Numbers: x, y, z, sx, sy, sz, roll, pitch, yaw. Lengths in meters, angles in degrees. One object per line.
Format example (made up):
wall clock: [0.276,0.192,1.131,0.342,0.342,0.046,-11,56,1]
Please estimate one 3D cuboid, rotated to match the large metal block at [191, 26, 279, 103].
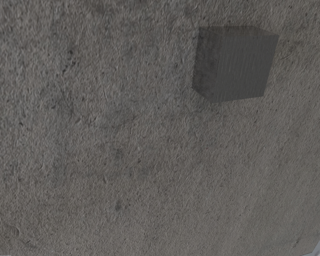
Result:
large metal block: [0.092,-0.082,0.390,0.081,0.050,0.079,-9,123,-24]
